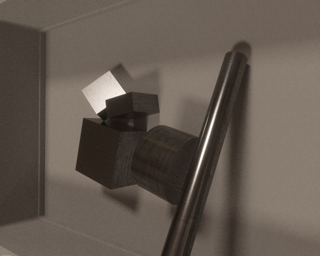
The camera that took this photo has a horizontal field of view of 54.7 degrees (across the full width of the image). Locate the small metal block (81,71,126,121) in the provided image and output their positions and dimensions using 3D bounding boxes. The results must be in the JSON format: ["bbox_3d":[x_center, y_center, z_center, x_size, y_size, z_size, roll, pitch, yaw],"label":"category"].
[{"bbox_3d":[-0.078,-0.047,0.454,0.050,0.025,0.050,-36,64,-2],"label":"small metal block"}]

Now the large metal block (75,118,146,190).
[{"bbox_3d":[-0.072,0.033,0.448,0.080,0.050,0.079,18,101,38],"label":"large metal block"}]

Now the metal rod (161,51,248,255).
[{"bbox_3d":[0.035,0.058,0.296,0.025,0.025,0.299,6,68,39],"label":"metal rod"}]

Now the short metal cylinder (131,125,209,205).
[{"bbox_3d":[0.013,0.042,0.359,0.050,0.081,0.079,20,103,38],"label":"short metal cylinder"}]

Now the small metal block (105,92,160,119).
[{"bbox_3d":[-0.037,-0.029,0.419,0.050,0.050,0.025,-11,83,39],"label":"small metal block"}]
